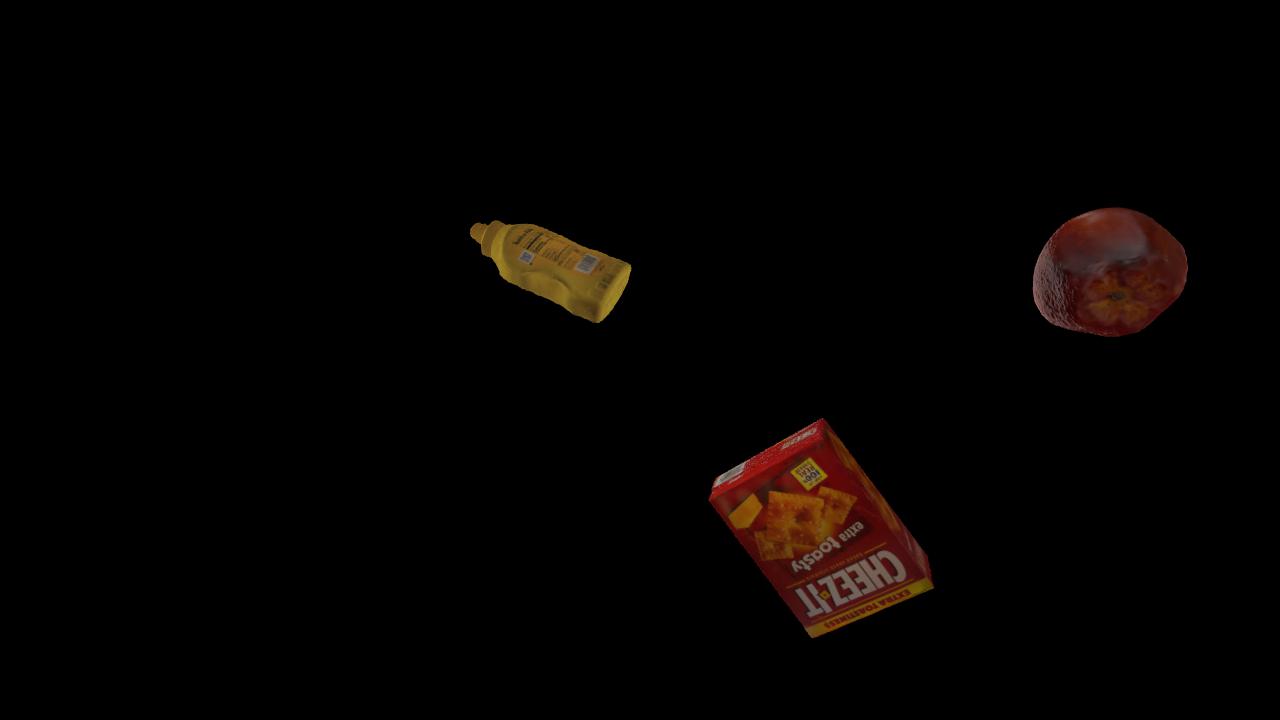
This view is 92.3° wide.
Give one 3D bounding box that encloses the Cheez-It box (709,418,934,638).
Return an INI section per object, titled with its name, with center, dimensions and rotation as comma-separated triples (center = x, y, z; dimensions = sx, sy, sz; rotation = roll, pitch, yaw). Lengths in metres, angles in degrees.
[Cheez-It box]
center = 0.215, 0.205, 0.744
dimensions = 0.166, 0.223, 0.071
rotation = -35, 4, 25

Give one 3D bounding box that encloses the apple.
[apple]
center = 0.288, -0.053, 0.383
dimensions = 0.079, 0.079, 0.093
rotation = 0, 28, 26

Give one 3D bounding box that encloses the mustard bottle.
[mustard bottle]
center = -0.108, -0.111, 0.693
dimensions = 0.184, 0.092, 0.054
rotation = 25, -38, 6
